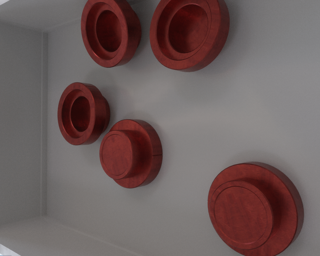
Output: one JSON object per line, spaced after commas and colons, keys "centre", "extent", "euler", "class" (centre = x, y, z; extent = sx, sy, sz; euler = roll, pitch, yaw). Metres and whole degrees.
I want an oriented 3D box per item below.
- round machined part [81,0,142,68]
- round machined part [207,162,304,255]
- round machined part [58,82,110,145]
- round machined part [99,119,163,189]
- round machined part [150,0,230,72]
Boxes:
{"centre": [-0.065, -0.137, 0.438], "extent": [0.098, 0.042, 0.097], "euler": [17, 118, 37], "class": "round machined part"}
{"centre": [0.091, 0.085, 0.321], "extent": [0.098, 0.042, 0.097], "euler": [0, 90, 40], "class": "round machined part"}
{"centre": [-0.117, -0.022, 0.493], "extent": [0.098, 0.042, 0.097], "euler": [0, 90, 40], "class": "round machined part"}
{"centre": [-0.047, 0.036, 0.435], "extent": [0.098, 0.042, 0.097], "euler": [0, 90, 40], "class": "round machined part"}
{"centre": [0.038, -0.115, 0.364], "extent": [0.098, 0.042, 0.097], "euler": [0, 90, 40], "class": "round machined part"}
